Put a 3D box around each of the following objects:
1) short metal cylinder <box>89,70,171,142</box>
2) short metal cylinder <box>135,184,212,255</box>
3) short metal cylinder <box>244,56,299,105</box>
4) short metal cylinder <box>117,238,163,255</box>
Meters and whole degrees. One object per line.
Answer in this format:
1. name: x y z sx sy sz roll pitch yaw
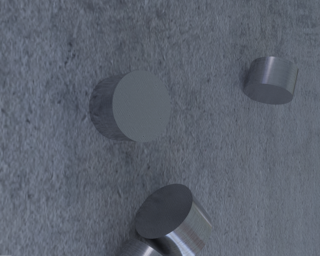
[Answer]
1. short metal cylinder: -0.034 -0.024 0.362 0.081 0.050 0.079 0 90 -40
2. short metal cylinder: 0.017 0.117 0.385 0.080 0.080 0.050 -50 120 -28
3. short metal cylinder: 0.191 -0.080 0.532 0.080 0.080 0.050 28 72 -37
4. short metal cylinder: -0.018 0.172 0.356 0.050 0.080 0.080 -51 120 -28
